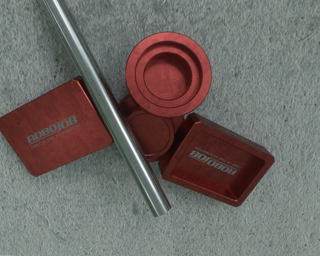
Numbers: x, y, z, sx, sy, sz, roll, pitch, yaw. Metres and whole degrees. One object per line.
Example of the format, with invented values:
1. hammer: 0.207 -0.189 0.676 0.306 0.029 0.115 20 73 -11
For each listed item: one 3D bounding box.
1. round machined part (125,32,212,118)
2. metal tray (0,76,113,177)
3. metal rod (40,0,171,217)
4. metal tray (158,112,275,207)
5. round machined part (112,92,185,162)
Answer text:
1. round machined part: 0.008 -0.060 0.368 0.099 0.042 0.097 0 88 -7
2. metal tray: -0.130 0.000 0.395 0.130 0.030 0.090 -23 106 17
3. metal rod: -0.065 -0.032 0.363 0.025 0.025 0.299 -26 95 9
4. metal tray: 0.075 0.046 0.414 0.131 0.030 0.090 25 108 -20
5. round machined part: -0.016 0.001 0.403 0.099 0.042 0.097 0 110 0
